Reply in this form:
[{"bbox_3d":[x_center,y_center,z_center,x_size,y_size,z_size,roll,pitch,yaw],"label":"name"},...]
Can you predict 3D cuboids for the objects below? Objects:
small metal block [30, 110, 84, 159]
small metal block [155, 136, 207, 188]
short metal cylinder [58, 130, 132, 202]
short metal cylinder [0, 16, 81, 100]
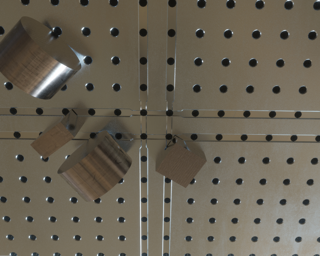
[{"bbox_3d":[-0.132,0.007,0.401,0.050,0.050,0.025,-35,107,12],"label":"small metal block"},{"bbox_3d":[0.029,0.047,0.431,0.050,0.025,0.050,31,107,-11],"label":"small metal block"},{"bbox_3d":[-0.083,0.048,0.401,0.080,0.080,0.050,-35,107,12],"label":"short metal cylinder"},{"bbox_3d":[-0.138,-0.079,0.354,0.050,0.080,0.080,-42,105,14],"label":"short metal cylinder"}]
